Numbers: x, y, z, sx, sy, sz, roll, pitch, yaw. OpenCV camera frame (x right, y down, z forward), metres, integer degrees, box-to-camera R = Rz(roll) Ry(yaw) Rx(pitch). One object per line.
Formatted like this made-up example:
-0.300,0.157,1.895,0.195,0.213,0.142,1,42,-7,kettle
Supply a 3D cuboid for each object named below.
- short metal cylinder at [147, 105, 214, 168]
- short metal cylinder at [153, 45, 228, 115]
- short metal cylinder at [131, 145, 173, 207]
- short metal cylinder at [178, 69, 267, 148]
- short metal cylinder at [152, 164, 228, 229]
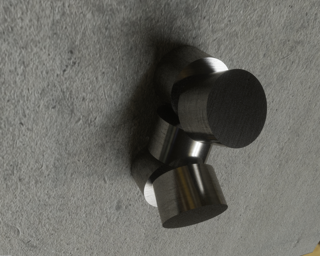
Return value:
0.029,0.009,0.395,0.081,0.080,0.050,1,118,-29,short metal cylinder
0.038,-0.055,0.379,0.081,0.050,0.079,-14,124,-21,short metal cylinder
0.005,0.063,0.434,0.081,0.050,0.079,-14,124,-21,short metal cylinder
0.067,-0.020,0.332,0.081,0.050,0.079,-2,94,-29,short metal cylinder
0.035,0.084,0.378,0.081,0.050,0.080,-13,150,-7,short metal cylinder
